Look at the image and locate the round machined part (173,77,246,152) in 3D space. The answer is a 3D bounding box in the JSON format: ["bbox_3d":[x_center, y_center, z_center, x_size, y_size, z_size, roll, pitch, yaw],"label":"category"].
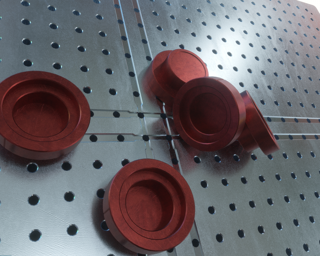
[{"bbox_3d":[0.069,-0.020,0.415,0.042,0.098,0.098,-16,70,-51],"label":"round machined part"}]

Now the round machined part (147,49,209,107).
[{"bbox_3d":[0.034,-0.080,0.466,0.099,0.042,0.098,14,56,-21],"label":"round machined part"}]

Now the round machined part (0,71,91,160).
[{"bbox_3d":[-0.129,-0.010,0.335,0.099,0.042,0.098,14,56,-21],"label":"round machined part"}]

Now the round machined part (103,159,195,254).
[{"bbox_3d":[-0.015,0.086,0.338,0.099,0.042,0.098,14,56,-21],"label":"round machined part"}]

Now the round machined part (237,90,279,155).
[{"bbox_3d":[0.131,-0.003,0.453,0.098,0.042,0.098,50,22,-27],"label":"round machined part"}]
